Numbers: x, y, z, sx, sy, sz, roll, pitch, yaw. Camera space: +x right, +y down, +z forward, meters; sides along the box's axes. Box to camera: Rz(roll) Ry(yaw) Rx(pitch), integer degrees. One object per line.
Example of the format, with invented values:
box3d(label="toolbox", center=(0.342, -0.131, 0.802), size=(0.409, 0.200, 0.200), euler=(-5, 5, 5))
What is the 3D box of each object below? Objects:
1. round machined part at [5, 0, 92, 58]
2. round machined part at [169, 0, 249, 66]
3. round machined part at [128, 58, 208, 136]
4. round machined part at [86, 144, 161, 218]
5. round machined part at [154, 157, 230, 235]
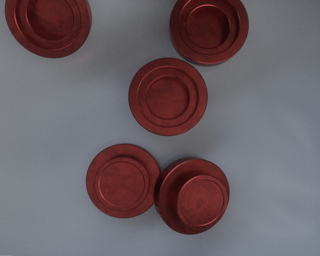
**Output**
box3d(label="round machined part", center=(-0.135, -0.141, 0.389), size=(0.099, 0.042, 0.097), euler=(-2, 116, -5))
box3d(label="round machined part", center=(0.061, -0.129, 0.404), size=(0.099, 0.042, 0.097), euler=(0, 90, -1))
box3d(label="round machined part", center=(0.010, -0.039, 0.403), size=(0.099, 0.042, 0.097), euler=(0, 90, -1))
box3d(label="round machined part", center=(-0.047, 0.069, 0.402), size=(0.099, 0.042, 0.097), euler=(0, 90, -1))
box3d(label="round machined part", center=(0.045, 0.088, 0.389), size=(0.099, 0.042, 0.097), euler=(-2, 95, -18))
